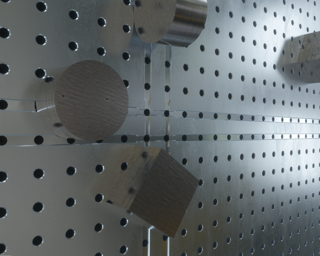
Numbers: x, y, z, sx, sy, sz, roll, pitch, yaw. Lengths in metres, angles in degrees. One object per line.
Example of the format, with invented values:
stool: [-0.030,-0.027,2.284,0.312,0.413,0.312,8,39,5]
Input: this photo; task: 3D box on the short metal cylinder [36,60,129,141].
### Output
short metal cylinder: [-0.081,-0.027,0.325,0.081,0.050,0.080,0,90,-40]

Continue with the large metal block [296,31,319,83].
large metal block: [0.355,-0.157,0.689,0.080,0.050,0.080,37,68,-34]

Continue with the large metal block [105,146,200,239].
large metal block: [-0.007,0.078,0.387,0.080,0.050,0.080,43,64,-32]

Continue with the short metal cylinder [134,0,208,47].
short metal cylinder: [0.011,-0.143,0.382,0.050,0.080,0.079,-5,93,-40]
